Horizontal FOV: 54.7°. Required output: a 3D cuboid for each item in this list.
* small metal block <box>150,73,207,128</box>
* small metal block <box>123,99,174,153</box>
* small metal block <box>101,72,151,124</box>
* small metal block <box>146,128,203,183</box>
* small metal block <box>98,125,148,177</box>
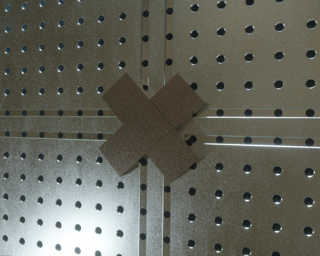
[{"bbox_3d":[0.024,-0.035,0.403,0.050,0.025,0.050,-43,77,14],"label":"small metal block"},{"bbox_3d":[-0.012,-0.002,0.415,0.050,0.025,0.050,-43,77,14],"label":"small metal block"},{"bbox_3d":[-0.043,-0.040,0.427,0.050,0.025,0.050,-42,77,14],"label":"small metal block"},{"bbox_3d":[0.019,0.035,0.405,0.050,0.025,0.050,-42,77,14],"label":"small metal block"},{"bbox_3d":[-0.047,0.031,0.428,0.050,0.025,0.050,-43,77,14],"label":"small metal block"}]
